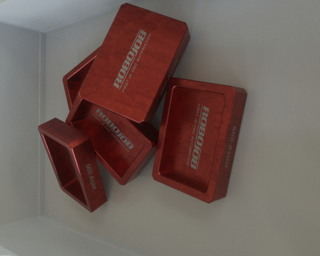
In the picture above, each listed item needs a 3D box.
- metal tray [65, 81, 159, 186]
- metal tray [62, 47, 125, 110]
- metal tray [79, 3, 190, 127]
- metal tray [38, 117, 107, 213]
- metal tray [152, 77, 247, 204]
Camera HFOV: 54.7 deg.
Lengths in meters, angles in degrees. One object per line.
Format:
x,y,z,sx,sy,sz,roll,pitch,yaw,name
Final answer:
-0.066,0.003,0.426,0.130,0.030,0.089,45,124,14,metal tray
-0.095,-0.064,0.477,0.130,0.030,0.090,-26,74,36,metal tray
-0.030,-0.078,0.379,0.090,0.030,0.130,24,86,14,metal tray
-0.131,0.056,0.468,0.090,0.030,0.129,22,133,37,metal tray
0.043,0.011,0.364,0.090,0.030,0.129,16,100,38,metal tray
